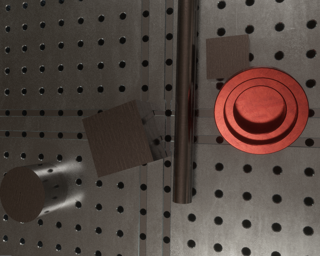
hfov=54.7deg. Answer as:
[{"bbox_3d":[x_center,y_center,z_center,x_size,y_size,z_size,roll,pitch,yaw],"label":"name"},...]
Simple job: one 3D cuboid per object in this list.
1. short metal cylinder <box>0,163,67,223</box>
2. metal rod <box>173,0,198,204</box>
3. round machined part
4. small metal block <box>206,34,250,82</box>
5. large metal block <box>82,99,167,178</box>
[{"bbox_3d":[-0.188,0.095,0.464,0.080,0.050,0.079,0,90,19],"label":"short metal cylinder"},{"bbox_3d":[0.033,-0.054,0.400,0.025,0.025,0.298,2,91,19],"label":"metal rod"},{"bbox_3d":[0.113,-0.023,0.354,0.098,0.042,0.097,4,108,14],"label":"round machined part"},{"bbox_3d":[0.085,-0.085,0.382,0.050,0.025,0.050,-1,90,19],"label":"small metal block"},{"bbox_3d":[-0.047,0.014,0.415,0.080,0.050,0.080,-19,84,18],"label":"large metal block"}]
